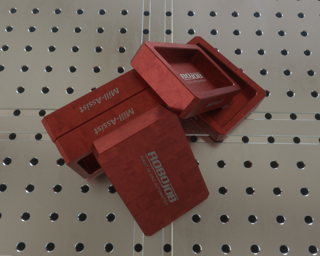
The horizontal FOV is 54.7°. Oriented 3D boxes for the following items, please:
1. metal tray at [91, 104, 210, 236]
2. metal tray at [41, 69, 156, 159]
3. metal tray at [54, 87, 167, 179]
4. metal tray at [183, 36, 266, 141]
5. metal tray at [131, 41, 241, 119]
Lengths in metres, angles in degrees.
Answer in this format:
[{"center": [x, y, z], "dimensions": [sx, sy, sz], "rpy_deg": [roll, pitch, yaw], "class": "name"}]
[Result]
[{"center": [-0.006, 0.050, 0.344], "dimensions": [0.090, 0.129, 0.030], "rpy_deg": [-31, 32, -11], "class": "metal tray"}, {"center": [-0.066, -0.016, 0.382], "dimensions": [0.131, 0.090, 0.030], "rpy_deg": [-31, 73, -11], "class": "metal tray"}, {"center": [-0.049, 0.008, 0.372], "dimensions": [0.131, 0.090, 0.030], "rpy_deg": [-31, 73, -11], "class": "metal tray"}, {"center": [0.066, -0.056, 0.429], "dimensions": [0.090, 0.030, 0.130], "rpy_deg": [-42, 76, -14], "class": "metal tray"}, {"center": [0.037, -0.062, 0.375], "dimensions": [0.090, 0.030, 0.131], "rpy_deg": [49, 32, 15], "class": "metal tray"}]
